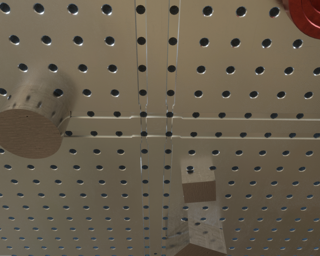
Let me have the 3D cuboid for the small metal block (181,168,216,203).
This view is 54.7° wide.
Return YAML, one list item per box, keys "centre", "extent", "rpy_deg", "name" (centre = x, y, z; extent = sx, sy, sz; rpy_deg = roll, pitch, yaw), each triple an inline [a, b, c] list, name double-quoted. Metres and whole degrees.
- centre: [0.062, 0.092, 0.490]
  extent: [0.050, 0.025, 0.050]
  rpy_deg: [-6, 130, 4]
  name: "small metal block"

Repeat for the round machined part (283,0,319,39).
- centre: [0.163, -0.136, 0.286]
  extent: [0.099, 0.042, 0.097]
  rpy_deg: [0, 130, 0]
  name: "round machined part"

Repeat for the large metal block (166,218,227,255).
- centre: [0.066, 0.222, 0.585]
  extent: [0.080, 0.050, 0.080]
  rpy_deg: [24, 126, -19]
  name: "large metal block"

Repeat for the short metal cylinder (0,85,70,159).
- centre: [-0.158, -0.007, 0.388]
  extent: [0.081, 0.050, 0.079]
  rpy_deg: [0, 130, 0]
  name: "short metal cylinder"
